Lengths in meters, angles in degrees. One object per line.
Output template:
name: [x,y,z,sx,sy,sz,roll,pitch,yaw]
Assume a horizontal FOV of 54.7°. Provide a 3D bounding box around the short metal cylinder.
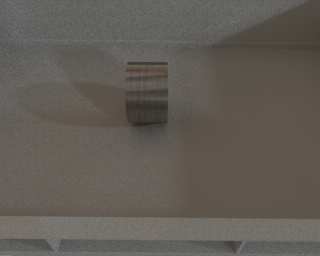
short metal cylinder: [-0.016,-0.046,0.405,0.050,0.080,0.080,0,50,0]
